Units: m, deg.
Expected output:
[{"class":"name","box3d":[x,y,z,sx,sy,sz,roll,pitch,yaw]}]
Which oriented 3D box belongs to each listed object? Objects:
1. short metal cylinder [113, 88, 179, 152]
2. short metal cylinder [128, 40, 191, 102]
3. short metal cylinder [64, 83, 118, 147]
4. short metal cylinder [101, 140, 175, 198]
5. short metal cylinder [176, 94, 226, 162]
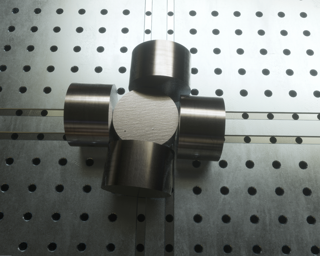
[{"class":"short metal cylinder","box3d":[-0.018,-0.005,0.400,0.081,0.050,0.080,1,70,-1]},{"class":"short metal cylinder","box3d":[0.001,-0.071,0.408,0.080,0.080,0.050,3,70,1]},{"class":"short metal cylinder","box3d":[-0.083,-0.016,0.387,0.050,0.080,0.080,2,70,0]},{"class":"short metal cylinder","box3d":[-0.025,0.050,0.363,0.080,0.080,0.050,6,70,2]},{"class":"short metal cylinder","box3d":[0.048,0.000,0.383,0.050,0.080,0.080,4,70,1]}]
